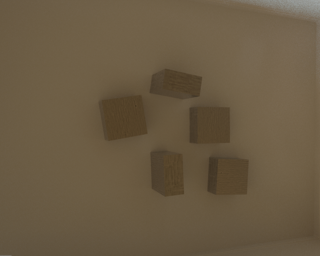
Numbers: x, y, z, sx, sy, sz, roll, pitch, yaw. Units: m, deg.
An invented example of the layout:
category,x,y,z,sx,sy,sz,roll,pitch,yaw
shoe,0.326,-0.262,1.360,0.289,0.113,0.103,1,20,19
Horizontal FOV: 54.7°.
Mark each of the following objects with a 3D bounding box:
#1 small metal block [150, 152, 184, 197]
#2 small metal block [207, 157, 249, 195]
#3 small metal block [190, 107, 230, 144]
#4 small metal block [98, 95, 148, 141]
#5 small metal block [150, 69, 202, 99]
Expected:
category,x,y,z,sx,sy,sz,roll,pitch,yaw
small metal block,0.008,0.057,0.400,0.025,0.050,0.050,-3,91,-20
small metal block,0.098,0.069,0.447,0.050,0.025,0.050,4,89,-20
small metal block,0.070,-0.004,0.436,0.050,0.025,0.050,0,90,-20
small metal block,-0.047,-0.013,0.393,0.050,0.025,0.050,-10,94,-20
small metal block,0.020,-0.056,0.404,0.050,0.050,0.025,9,87,-20
